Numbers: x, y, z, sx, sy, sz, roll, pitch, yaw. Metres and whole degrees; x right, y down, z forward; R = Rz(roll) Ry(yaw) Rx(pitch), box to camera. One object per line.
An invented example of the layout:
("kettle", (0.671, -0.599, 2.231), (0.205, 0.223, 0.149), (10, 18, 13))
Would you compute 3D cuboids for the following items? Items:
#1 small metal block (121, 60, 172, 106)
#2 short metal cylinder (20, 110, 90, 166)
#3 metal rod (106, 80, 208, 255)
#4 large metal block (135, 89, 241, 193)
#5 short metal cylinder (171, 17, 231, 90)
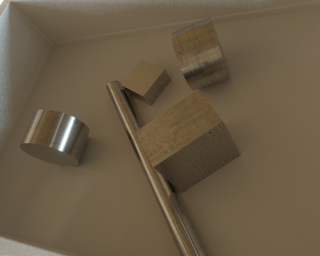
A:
("small metal block", (-0.020, -0.067, 0.456), (0.050, 0.025, 0.050), (30, 78, 37))
("short metal cylinder", (-0.146, 0.016, 0.435), (0.080, 0.080, 0.050), (-1, 62, 27))
("metal rod", (-0.014, 0.040, 0.387), (0.025, 0.025, 0.300), (-33, 52, 6))
("large metal block", (0.033, 0.018, 0.341), (0.080, 0.080, 0.050), (-34, 52, 5))
("short metal cylinder", (0.054, -0.094, 0.399), (0.050, 0.080, 0.080), (-19, 55, 17))
